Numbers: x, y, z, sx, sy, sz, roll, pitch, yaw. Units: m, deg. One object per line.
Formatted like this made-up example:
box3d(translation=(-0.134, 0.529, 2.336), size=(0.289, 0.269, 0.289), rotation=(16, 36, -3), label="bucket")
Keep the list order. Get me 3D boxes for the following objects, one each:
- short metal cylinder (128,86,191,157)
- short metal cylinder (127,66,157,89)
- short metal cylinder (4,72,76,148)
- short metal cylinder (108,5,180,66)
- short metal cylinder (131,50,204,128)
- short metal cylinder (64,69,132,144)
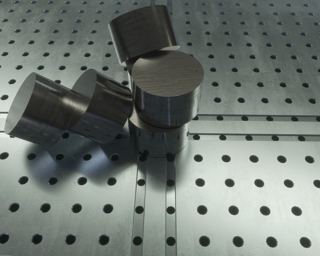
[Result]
box3d(translation=(-0.001, -0.009, 0.398), size=(0.081, 0.050, 0.080), rotation=(0, 50, 0), label="short metal cylinder")
box3d(translation=(-0.005, -0.071, 0.450), size=(0.081, 0.050, 0.080), rotation=(0, 50, 0), label="short metal cylinder")
box3d(translation=(-0.147, -0.021, 0.380), size=(0.050, 0.080, 0.080), rotation=(26, 39, -35), label="short metal cylinder")
box3d(translation=(-0.020, -0.116, 0.395), size=(0.081, 0.080, 0.050), rotation=(-19, 96, -15), label="short metal cylinder")
box3d(translation=(0.009, -0.047, 0.363), size=(0.081, 0.050, 0.080), rotation=(0, 50, 0), label="short metal cylinder")
box3d(translation=(-0.079, -0.026, 0.384), size=(0.050, 0.080, 0.080), rotation=(26, 39, -35), label="short metal cylinder")
